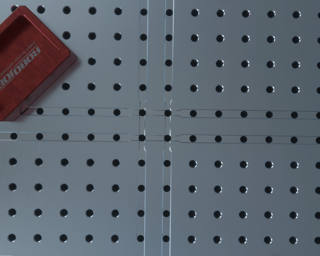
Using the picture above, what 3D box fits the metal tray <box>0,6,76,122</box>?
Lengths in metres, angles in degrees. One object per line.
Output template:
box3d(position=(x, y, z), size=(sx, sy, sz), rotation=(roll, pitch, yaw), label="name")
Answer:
box3d(position=(-0.190, -0.082, 0.408), size=(0.130, 0.030, 0.090), rotation=(-45, 91, 0), label="metal tray")
